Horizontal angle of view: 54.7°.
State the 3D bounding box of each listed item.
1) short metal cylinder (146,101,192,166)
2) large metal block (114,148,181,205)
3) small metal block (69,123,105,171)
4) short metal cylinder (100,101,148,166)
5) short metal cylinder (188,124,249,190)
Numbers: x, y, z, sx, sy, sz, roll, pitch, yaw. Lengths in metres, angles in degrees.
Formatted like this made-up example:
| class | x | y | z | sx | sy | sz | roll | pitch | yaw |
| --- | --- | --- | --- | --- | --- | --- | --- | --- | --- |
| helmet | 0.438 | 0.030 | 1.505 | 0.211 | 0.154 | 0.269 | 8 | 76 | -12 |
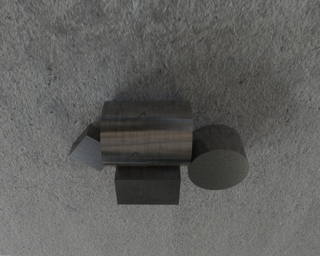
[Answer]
| class | x | y | z | sx | sy | sz | roll | pitch | yaw |
| --- | --- | --- | --- | --- | --- | --- | --- | --- | --- |
| short metal cylinder | 0.010 | 0.006 | 0.379 | 0.050 | 0.080 | 0.079 | 1 | 130 | -1 |
| large metal block | -0.015 | 0.056 | 0.421 | 0.081 | 0.080 | 0.050 | 1 | 130 | -1 |
| small metal block | -0.090 | 0.028 | 0.432 | 0.050 | 0.025 | 0.050 | 30 | 124 | -24 |
| short metal cylinder | -0.040 | 0.007 | 0.379 | 0.050 | 0.080 | 0.079 | 1 | 130 | -1 |
| short metal cylinder | 0.077 | 0.041 | 0.427 | 0.081 | 0.050 | 0.079 | 0 | 130 | 0 |
